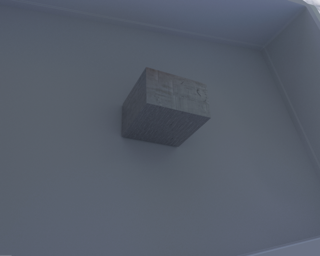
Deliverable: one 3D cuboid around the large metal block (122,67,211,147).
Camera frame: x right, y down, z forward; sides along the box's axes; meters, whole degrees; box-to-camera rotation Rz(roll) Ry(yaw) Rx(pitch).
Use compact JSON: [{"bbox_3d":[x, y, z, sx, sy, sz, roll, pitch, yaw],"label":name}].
[{"bbox_3d":[0.005,-0.022,0.385,0.081,0.080,0.050,12,57,-22],"label":"large metal block"}]
